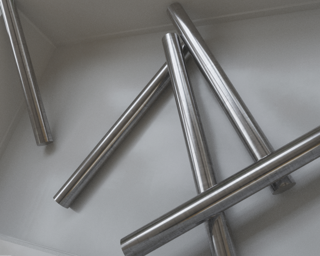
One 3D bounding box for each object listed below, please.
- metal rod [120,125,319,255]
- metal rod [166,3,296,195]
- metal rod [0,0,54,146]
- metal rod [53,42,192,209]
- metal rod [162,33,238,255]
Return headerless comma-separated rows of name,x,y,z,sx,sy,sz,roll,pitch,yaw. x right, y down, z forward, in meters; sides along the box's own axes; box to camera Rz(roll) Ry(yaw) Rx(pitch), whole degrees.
metal rod,0.097,0.043,0.292,0.301,0.025,0.025,-31,52,4
metal rod,0.072,-0.058,0.382,0.025,0.025,0.299,-29,58,9
metal rod,-0.226,-0.115,0.508,0.025,0.025,0.299,-21,81,15
metal rod,-0.039,-0.017,0.434,0.025,0.025,0.300,32,79,37
metal rod,0.039,0.003,0.364,0.025,0.025,0.299,-20,59,16
